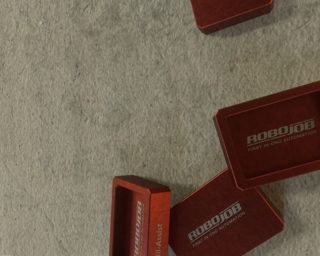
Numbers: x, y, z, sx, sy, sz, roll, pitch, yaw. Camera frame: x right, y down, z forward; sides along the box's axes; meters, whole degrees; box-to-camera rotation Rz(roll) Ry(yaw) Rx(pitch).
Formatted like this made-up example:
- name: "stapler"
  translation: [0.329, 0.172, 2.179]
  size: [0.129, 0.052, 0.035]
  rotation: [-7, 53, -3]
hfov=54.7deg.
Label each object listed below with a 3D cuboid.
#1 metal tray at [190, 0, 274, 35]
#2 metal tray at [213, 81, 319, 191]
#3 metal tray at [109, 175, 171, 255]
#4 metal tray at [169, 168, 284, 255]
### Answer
- name: "metal tray"
  translation: [0.077, -0.192, 0.379]
  size: [0.090, 0.030, 0.129]
  rotation: [-15, 85, 19]
- name: "metal tray"
  translation: [0.134, 0.008, 0.340]
  size: [0.131, 0.030, 0.090]
  rotation: [-16, 84, 3]
- name: "metal tray"
  translation: [-0.028, 0.131, 0.391]
  size: [0.090, 0.030, 0.129]
  rotation: [4, 92, 53]
- name: "metal tray"
  translation: [0.071, 0.115, 0.381]
  size: [0.130, 0.030, 0.090]
  rotation: [-39, 78, 15]
